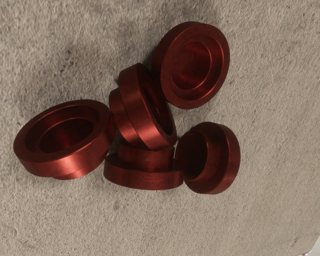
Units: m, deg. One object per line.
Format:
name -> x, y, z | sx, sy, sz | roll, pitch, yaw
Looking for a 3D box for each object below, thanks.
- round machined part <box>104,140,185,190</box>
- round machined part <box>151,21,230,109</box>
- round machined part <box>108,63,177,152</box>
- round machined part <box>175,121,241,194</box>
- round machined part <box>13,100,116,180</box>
round machined part -> -0.018, 0.040, 0.380 | 0.099, 0.098, 0.042 | 2, 98, -30
round machined part -> 0.031, -0.074, 0.363 | 0.099, 0.042, 0.097 | -17, 122, -28
round machined part -> -0.021, -0.019, 0.344 | 0.042, 0.098, 0.098 | -23, 131, 15
round machined part -> 0.057, 0.039, 0.417 | 0.042, 0.098, 0.097 | 12, 112, -34
round machined part -> -0.093, 0.015, 0.319 | 0.099, 0.098, 0.042 | -25, 128, -13
